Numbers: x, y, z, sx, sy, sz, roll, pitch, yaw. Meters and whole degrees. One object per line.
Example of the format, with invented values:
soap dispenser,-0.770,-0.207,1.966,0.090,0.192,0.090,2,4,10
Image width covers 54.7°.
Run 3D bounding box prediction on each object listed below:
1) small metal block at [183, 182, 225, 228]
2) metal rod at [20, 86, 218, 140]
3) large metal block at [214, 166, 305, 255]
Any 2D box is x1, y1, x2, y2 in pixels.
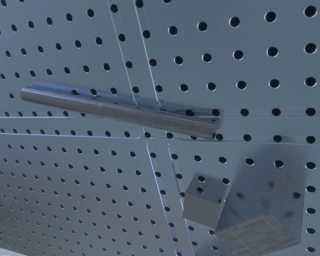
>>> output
small metal block,0.062,0.112,0.446,0.050,0.025,0.050,14,124,19
metal rod,-0.071,-0.025,0.430,0.301,0.025,0.025,12,123,21
large metal block,0.121,0.103,0.375,0.050,0.080,0.080,46,129,-4
